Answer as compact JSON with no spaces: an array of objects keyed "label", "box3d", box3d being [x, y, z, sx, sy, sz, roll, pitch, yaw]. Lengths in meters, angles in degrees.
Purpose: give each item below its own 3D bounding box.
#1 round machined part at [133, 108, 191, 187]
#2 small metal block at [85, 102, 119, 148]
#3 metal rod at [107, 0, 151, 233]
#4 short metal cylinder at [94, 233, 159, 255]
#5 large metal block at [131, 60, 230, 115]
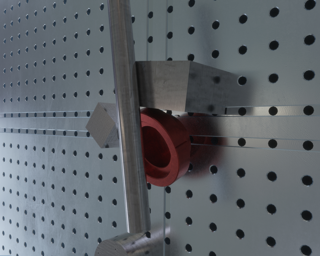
[{"label":"round machined part","box3d":[-0.001,0.020,0.385,0.098,0.042,0.097,24,127,36]},{"label":"small metal block","box3d":[-0.083,-0.004,0.478,0.050,0.025,0.050,47,118,29]},{"label":"metal rod","box3d":[-0.036,-0.042,0.334,0.025,0.025,0.298,-10,84,39]},{"label":"short metal cylinder","box3d":[-0.047,0.189,0.431,0.080,0.050,0.079,0,90,40]},{"label":"large metal block","box3d":[0.022,-0.045,0.355,0.080,0.081,0.050,10,96,39]}]
